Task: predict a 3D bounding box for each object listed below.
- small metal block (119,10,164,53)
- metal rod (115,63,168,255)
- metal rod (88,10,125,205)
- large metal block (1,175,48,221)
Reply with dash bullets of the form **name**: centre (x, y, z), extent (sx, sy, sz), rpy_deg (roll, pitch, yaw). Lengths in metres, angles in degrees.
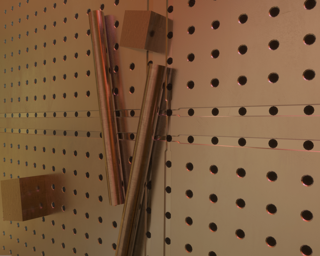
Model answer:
- **small metal block**: centre (-0.027, -0.135, 0.432), extent (0.050, 0.025, 0.050), rpy_deg (18, 102, 38)
- **metal rod**: centre (-0.030, 0.061, 0.433), extent (0.025, 0.025, 0.298), rpy_deg (18, 101, 38)
- **metal rod**: centre (-0.082, -0.034, 0.477), extent (0.025, 0.025, 0.298), rpy_deg (-13, 82, 39)
- **large metal block**: centre (-0.272, 0.139, 0.618), extent (0.080, 0.050, 0.080), rpy_deg (-13, 82, 39)
